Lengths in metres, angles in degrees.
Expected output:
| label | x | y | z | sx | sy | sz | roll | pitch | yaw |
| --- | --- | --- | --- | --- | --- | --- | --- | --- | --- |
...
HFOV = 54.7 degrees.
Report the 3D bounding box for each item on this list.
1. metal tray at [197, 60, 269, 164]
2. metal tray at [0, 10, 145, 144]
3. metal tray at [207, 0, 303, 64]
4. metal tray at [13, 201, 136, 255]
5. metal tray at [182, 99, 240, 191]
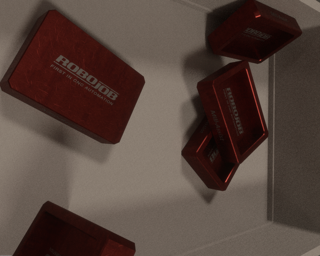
| label | x | y | z | sx | sy | sz | roll | pitch | yaw |
| --- | --- | --- | --- | --- | --- | --- | --- | --- | --- |
| metal tray | 0.111 | -0.024 | 0.459 | 0.091 | 0.030 | 0.129 | -34 | 111 | -35 |
| metal tray | -0.085 | -0.049 | 0.333 | 0.130 | 0.030 | 0.090 | 33 | 69 | -35 |
| metal tray | 0.151 | -0.146 | 0.490 | 0.131 | 0.090 | 0.030 | 0 | 66 | -40 |
| metal tray | -0.087 | 0.121 | 0.267 | 0.030 | 0.130 | 0.090 | 41 | 65 | -33 |
| metal tray | 0.098 | 0.021 | 0.488 | 0.090 | 0.030 | 0.130 | 52 | 60 | -28 |
